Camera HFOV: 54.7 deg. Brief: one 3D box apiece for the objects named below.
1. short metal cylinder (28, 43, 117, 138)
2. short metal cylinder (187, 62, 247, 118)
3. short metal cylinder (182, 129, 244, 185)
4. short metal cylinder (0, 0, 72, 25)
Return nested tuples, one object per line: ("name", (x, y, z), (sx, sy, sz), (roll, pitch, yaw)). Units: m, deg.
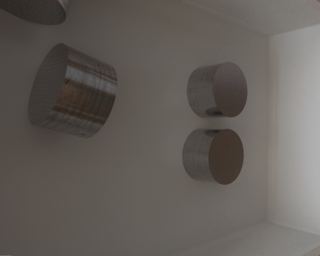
("short metal cylinder", (-0.086, -0.034, 0.300), (0.050, 0.080, 0.080), (19, 78, -39))
("short metal cylinder", (0.087, -0.055, 0.465), (0.081, 0.050, 0.079), (0, 90, -40))
("short metal cylinder", (0.079, 0.041, 0.460), (0.081, 0.050, 0.079), (0, 90, -40))
("short metal cylinder", (-0.116, -0.136, 0.274), (0.080, 0.080, 0.050), (23, 76, -38))
